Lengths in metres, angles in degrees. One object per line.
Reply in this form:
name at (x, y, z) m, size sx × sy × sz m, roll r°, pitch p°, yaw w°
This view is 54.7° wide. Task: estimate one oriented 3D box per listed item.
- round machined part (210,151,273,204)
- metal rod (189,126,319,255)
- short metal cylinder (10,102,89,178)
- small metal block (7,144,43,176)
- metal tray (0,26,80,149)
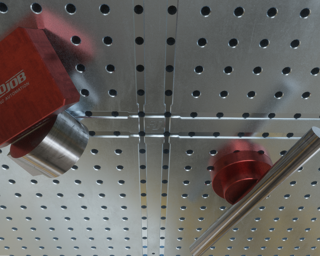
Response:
round machined part at (0.129, 0.084, 0.474) m, size 0.099 × 0.042 × 0.097 m, roll -1°, pitch 130°, yaw 0°
metal rod at (0.126, 0.110, 0.452) m, size 0.025 × 0.025 × 0.298 m, roll 20°, pitch 127°, yaw -16°
short metal cylinder at (-0.136, 0.015, 0.383) m, size 0.080 × 0.080 × 0.050 m, roll -27°, pitch 132°, yaw 21°
small metal block at (-0.175, 0.041, 0.436) m, size 0.050 × 0.025 × 0.050 m, roll -13°, pitch 131°, yaw 29°
metal tray at (-0.164, -0.039, 0.344) m, size 0.130 × 0.030 × 0.090 m, roll -27°, pitch 94°, yaw 21°
